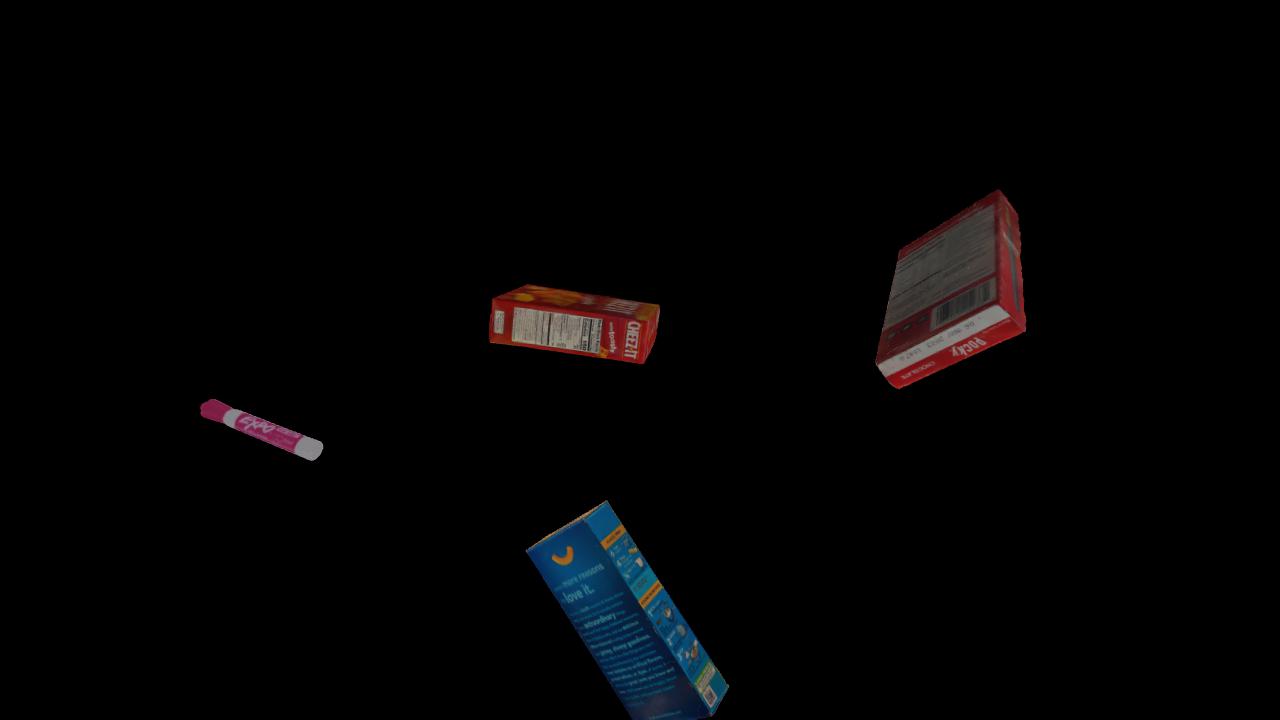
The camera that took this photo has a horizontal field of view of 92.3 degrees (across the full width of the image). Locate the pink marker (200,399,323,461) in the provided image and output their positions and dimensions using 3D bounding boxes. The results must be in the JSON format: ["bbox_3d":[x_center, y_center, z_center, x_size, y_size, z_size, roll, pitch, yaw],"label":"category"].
[{"bbox_3d":[-0.348,0.063,0.563,0.121,0.020,0.020,19,3,8],"label":"pink marker"}]

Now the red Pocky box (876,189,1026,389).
[{"bbox_3d":[0.208,-0.051,0.409,0.083,0.028,0.155,-37,14,44],"label":"red Pocky box"}]

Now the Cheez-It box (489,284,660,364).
[{"bbox_3d":[-0.088,-0.057,0.910,0.223,0.071,0.166,9,15,5],"label":"Cheez-It box"}]

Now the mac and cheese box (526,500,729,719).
[{"bbox_3d":[-0.014,0.220,0.528,0.093,0.184,0.041,-37,-6,37],"label":"mac and cheese box"}]
